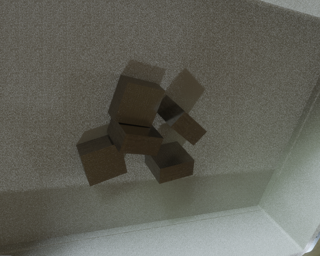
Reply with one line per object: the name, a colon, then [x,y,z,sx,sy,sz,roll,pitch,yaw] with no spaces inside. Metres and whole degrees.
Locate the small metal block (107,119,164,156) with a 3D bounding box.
small metal block: [-0.031,0.008,0.380,0.050,0.050,0.025,8,114,-32]

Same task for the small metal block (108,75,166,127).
small metal block: [-0.029,-0.032,0.373,0.050,0.025,0.050,9,114,-32]

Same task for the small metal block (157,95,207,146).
small metal block: [0.026,-0.010,0.400,0.025,0.050,0.050,-47,129,5]

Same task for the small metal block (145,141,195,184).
small metal block: [0.012,0.046,0.427,0.050,0.050,0.025,-11,123,-23]

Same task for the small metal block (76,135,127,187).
small metal block: [-0.073,0.040,0.393,0.050,0.025,0.050,-19,126,-17]
